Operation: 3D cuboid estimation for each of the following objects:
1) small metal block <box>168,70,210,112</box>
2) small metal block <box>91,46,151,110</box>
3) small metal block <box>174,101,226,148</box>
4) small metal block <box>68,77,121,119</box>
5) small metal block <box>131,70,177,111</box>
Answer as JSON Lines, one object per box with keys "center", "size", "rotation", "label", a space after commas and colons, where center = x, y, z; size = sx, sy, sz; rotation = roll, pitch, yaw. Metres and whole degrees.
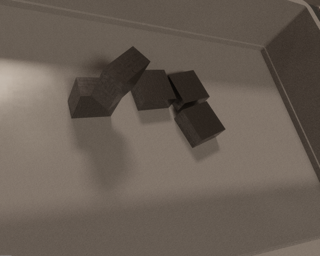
{"center": [0.038, -0.056, 0.462], "size": [0.050, 0.025, 0.050], "rotation": [-17, 71, -35], "label": "small metal block"}
{"center": [-0.043, -0.054, 0.336], "size": [0.025, 0.050, 0.050], "rotation": [42, 51, -1], "label": "small metal block"}
{"center": [0.057, -0.006, 0.442], "size": [0.050, 0.025, 0.050], "rotation": [-22, 73, -36], "label": "small metal block"}
{"center": [-0.078, -0.036, 0.370], "size": [0.050, 0.050, 0.025], "rotation": [-5, 65, -31], "label": "small metal block"}
{"center": [-0.012, -0.054, 0.434], "size": [0.050, 0.025, 0.050], "rotation": [-8, 66, -32], "label": "small metal block"}
